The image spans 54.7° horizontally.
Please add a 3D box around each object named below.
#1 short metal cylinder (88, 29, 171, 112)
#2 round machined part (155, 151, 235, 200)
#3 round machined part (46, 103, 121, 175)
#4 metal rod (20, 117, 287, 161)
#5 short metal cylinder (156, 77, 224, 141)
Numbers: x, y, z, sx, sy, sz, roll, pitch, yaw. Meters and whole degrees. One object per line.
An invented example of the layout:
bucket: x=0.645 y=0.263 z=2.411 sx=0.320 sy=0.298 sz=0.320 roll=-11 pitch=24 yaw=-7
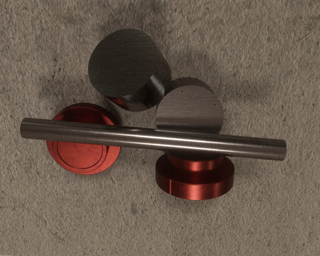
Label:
short metal cylinder: x=-0.033 y=-0.064 z=0.351 sx=0.080 sy=0.050 sz=0.080 roll=-5 pitch=73 yaw=18
round machined part: x=0.043 y=0.045 z=0.388 sx=0.099 sy=0.098 sz=0.042 roll=0 pitch=111 yaw=0
round machined part: x=-0.100 y=0.019 z=0.406 sx=0.099 sy=0.042 sz=0.097 roll=0 pitch=110 yaw=-1
metal rod: x=-0.009 y=0.013 z=0.361 sx=0.302 sy=0.025 sz=0.025 roll=5 pitch=110 yaw=1
short metal cylinder: x=0.035 y=-0.020 z=0.390 sx=0.081 sy=0.050 sz=0.079 roll=0 pitch=110 yaw=-1
